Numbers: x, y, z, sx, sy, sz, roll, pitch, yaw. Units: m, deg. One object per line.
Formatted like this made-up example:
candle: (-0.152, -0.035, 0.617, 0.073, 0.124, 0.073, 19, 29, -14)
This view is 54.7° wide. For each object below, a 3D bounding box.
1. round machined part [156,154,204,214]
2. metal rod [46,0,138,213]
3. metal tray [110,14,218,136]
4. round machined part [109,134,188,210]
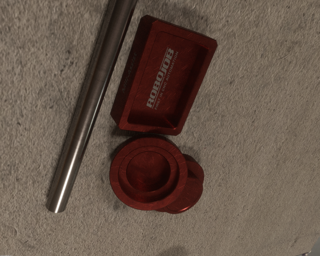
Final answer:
round machined part: (0.025, 0.091, 0.468, 0.099, 0.042, 0.097, -14, 125, -21)
metal rod: (-0.078, -0.029, 0.347, 0.025, 0.025, 0.298, 10, 113, -33)
metal tray: (0.003, -0.057, 0.371, 0.091, 0.030, 0.129, 8, 115, -32)
round machined part: (-0.016, 0.054, 0.406, 0.099, 0.042, 0.097, -1, 103, -6)
